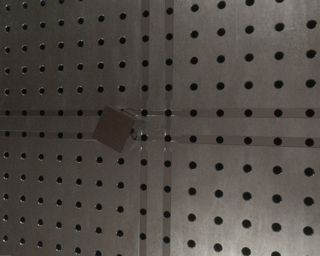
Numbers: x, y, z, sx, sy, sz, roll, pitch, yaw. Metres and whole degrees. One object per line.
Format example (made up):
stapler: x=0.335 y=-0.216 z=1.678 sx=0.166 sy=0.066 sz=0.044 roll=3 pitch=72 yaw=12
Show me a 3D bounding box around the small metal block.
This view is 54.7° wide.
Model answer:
small metal block: x=-0.060 y=0.001 z=0.432 sx=0.050 sy=0.025 sz=0.050 roll=27 pitch=99 yaw=17
